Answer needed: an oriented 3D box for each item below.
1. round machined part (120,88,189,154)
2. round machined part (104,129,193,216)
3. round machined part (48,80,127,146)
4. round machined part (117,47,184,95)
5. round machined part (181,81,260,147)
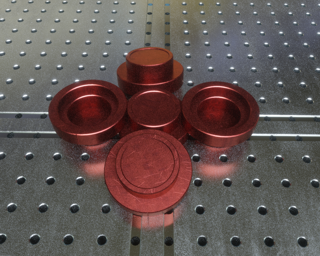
[{"bbox_3d":[-0.008,-0.015,0.407,0.099,0.042,0.098,0,50,0],"label":"round machined part"},{"bbox_3d":[-0.013,0.045,0.344,0.099,0.042,0.098,0,65,0],"label":"round machined part"},{"bbox_3d":[-0.091,-0.016,0.408,0.099,0.042,0.098,0,50,0],"label":"round machined part"},{"bbox_3d":[-0.014,-0.087,0.455,0.099,0.042,0.098,-1,36,1],"label":"round machined part"},{"bbox_3d":[0.077,-0.014,0.408,0.099,0.042,0.098,0,50,0],"label":"round machined part"}]
